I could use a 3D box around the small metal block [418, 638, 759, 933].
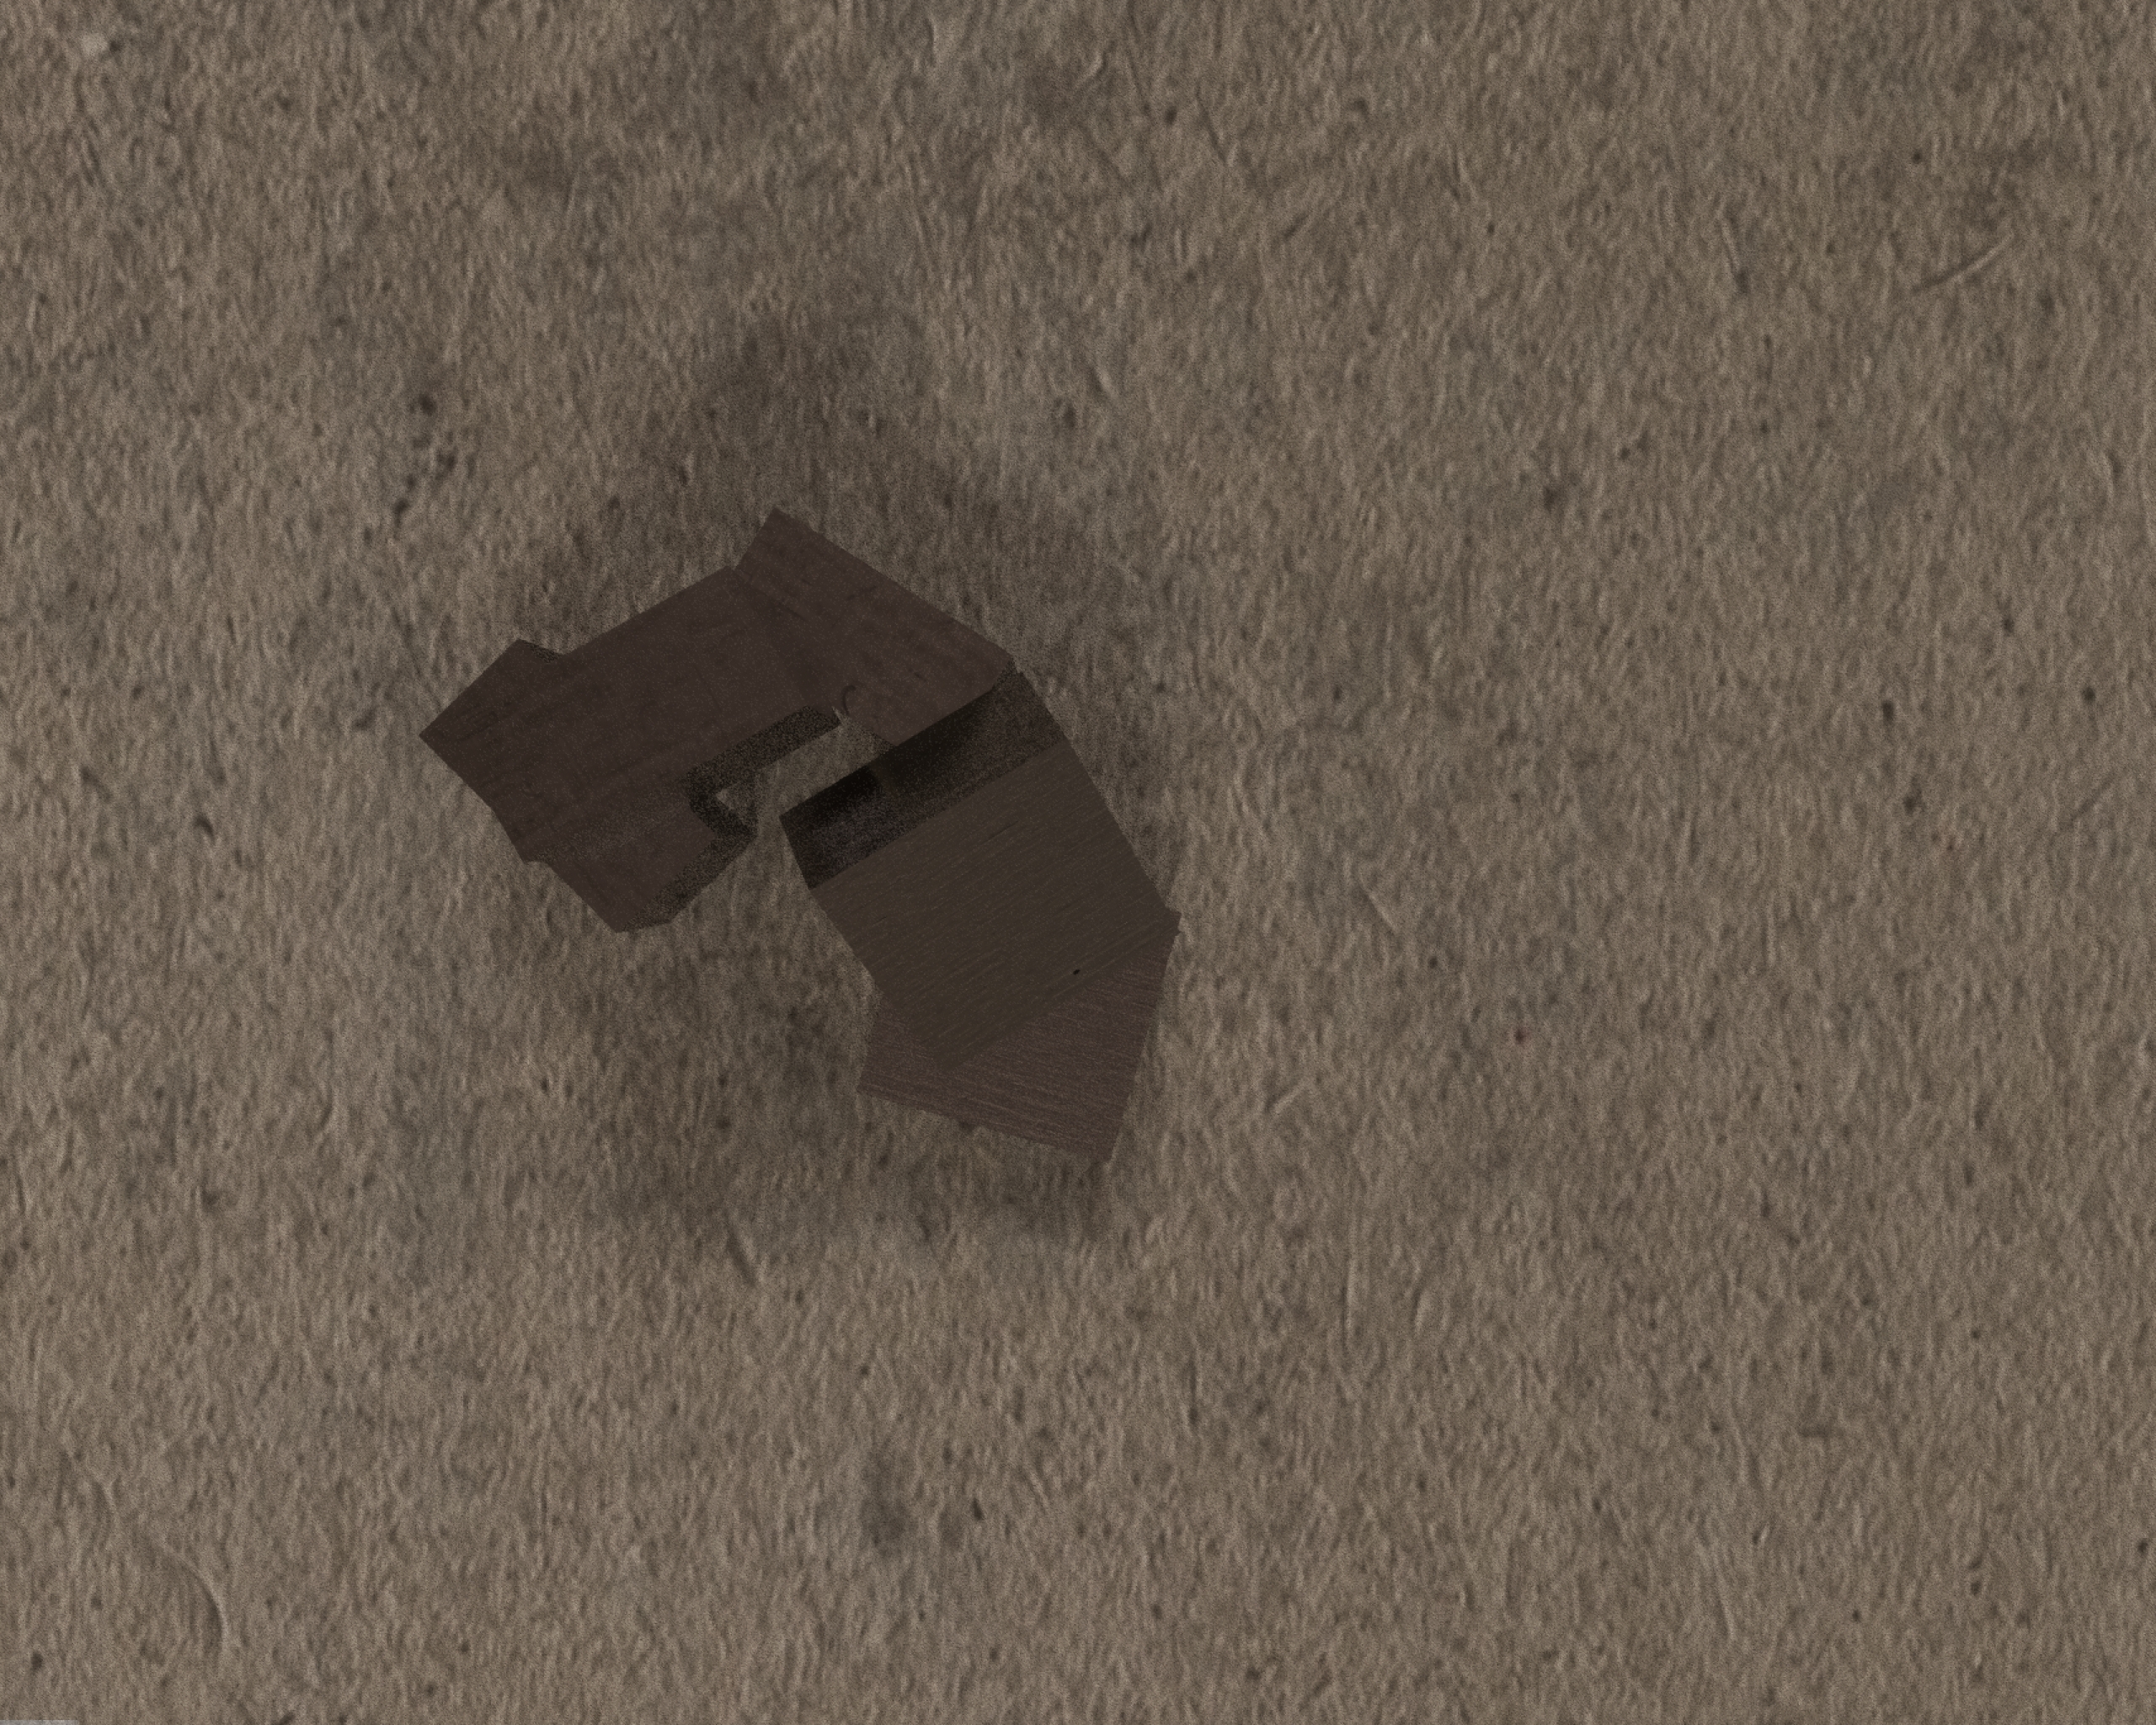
[{"bbox_3d":[-0.091,-0.014,0.398,0.025,0.050,0.050,-45,91,0],"label":"small metal block"}]

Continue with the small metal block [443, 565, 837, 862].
[{"bbox_3d":[-0.070,-0.023,0.348,0.050,0.050,0.025,-29,90,0],"label":"small metal block"}]

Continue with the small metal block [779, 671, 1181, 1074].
[{"bbox_3d":[-0.017,0.002,0.374,0.050,0.025,0.050,-31,128,0],"label":"small metal block"}]

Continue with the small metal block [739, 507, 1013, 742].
[{"bbox_3d":[-0.040,-0.040,0.398,0.050,0.050,0.025,32,90,-1],"label":"small metal block"}]

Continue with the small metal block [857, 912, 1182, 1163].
[{"bbox_3d":[-0.011,0.027,0.411,0.050,0.025,0.050,16,90,-1],"label":"small metal block"}]
